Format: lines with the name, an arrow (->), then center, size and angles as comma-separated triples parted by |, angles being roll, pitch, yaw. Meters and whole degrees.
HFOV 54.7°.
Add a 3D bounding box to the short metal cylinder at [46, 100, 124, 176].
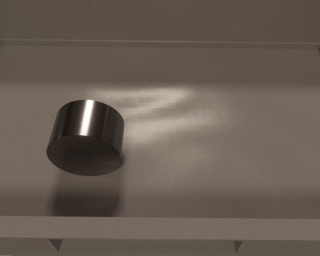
short metal cylinder -> -0.083, 0.013, 0.357 | 0.081, 0.080, 0.050 | 0, 50, 0
